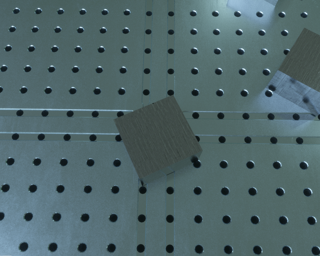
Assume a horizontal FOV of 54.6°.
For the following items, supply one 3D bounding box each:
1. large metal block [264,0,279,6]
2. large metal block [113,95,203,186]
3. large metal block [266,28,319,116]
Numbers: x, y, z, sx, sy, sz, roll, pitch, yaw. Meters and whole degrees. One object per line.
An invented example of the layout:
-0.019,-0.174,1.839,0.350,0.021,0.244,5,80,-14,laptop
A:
0.176,-0.256,0.493,0.080,0.050,0.080,34,73,11,large metal block
-0.003,0.016,0.393,0.080,0.050,0.080,-23,72,-8,large metal block
0.208,-0.077,0.428,0.080,0.050,0.080,32,73,11,large metal block
